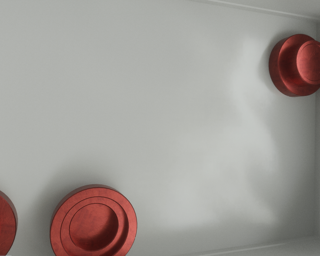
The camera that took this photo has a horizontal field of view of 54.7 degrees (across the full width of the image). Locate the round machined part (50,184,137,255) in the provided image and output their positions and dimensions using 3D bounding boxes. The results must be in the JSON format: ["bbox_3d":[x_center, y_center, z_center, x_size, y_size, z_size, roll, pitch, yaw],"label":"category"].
[{"bbox_3d":[-0.080,0.116,0.372,0.099,0.042,0.097,0,90,-20],"label":"round machined part"}]

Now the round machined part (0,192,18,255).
[{"bbox_3d":[-0.205,0.110,0.326,0.099,0.042,0.097,0,90,-20],"label":"round machined part"}]

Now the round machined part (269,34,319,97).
[{"bbox_3d":[0.224,-0.098,0.484,0.099,0.042,0.097,0,90,-20],"label":"round machined part"}]
